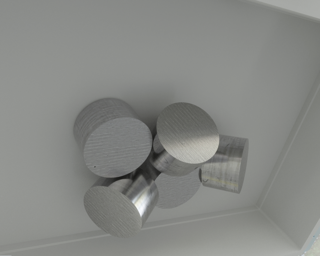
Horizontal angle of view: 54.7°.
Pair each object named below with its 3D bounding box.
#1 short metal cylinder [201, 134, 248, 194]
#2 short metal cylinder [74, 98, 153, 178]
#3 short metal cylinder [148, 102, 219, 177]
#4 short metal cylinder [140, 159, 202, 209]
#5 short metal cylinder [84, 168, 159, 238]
[{"bbox_3d":[0.096,0.051,0.450,0.080,0.050,0.080,8,91,-68],"label":"short metal cylinder"},{"bbox_3d":[-0.056,0.012,0.367,0.081,0.050,0.079,-14,125,-21],"label":"short metal cylinder"},{"bbox_3d":[0.026,0.015,0.386,0.081,0.080,0.050,-8,158,-25],"label":"short metal cylinder"},{"bbox_3d":[0.013,0.067,0.441,0.081,0.050,0.079,-14,125,-21],"label":"short metal cylinder"},{"bbox_3d":[-0.048,0.091,0.394,0.050,0.080,0.079,-49,149,-54],"label":"short metal cylinder"}]
